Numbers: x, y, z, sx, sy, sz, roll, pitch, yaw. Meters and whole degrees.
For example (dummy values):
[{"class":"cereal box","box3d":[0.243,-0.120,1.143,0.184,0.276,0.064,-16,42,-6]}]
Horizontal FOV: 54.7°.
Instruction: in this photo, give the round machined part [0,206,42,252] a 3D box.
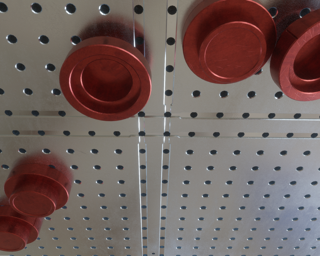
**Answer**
[{"class":"round machined part","box3d":[-0.269,0.186,0.555,0.099,0.042,0.097,-1,130,0]}]

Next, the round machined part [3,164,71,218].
[{"class":"round machined part","box3d":[-0.194,0.104,0.486,0.099,0.042,0.097,-1,130,0]}]

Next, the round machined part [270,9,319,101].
[{"class":"round machined part","box3d":[0.163,-0.080,0.328,0.099,0.042,0.097,-7,131,-8]}]

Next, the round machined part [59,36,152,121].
[{"class":"round machined part","box3d":[-0.059,-0.058,0.350,0.099,0.042,0.097,-1,130,0]}]

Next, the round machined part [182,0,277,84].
[{"class":"round machined part","box3d":[0.073,-0.087,0.327,0.099,0.042,0.097,0,130,0]}]
